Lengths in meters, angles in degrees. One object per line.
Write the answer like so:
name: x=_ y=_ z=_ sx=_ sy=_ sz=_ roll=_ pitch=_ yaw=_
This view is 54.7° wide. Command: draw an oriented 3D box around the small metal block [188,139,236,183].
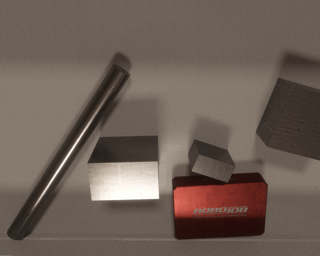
small metal block: x=0.068 y=0.043 z=0.415 sx=0.050 sy=0.050 sz=0.025 roll=19 pitch=109 yaw=-7

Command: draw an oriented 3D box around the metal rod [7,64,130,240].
metal rod: x=-0.132 y=0.043 z=0.425 sx=0.025 sy=0.025 sz=0.299 roll=33 pitch=106 yaw=-12

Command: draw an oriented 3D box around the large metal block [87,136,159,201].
large metal block: x=-0.042 y=0.049 z=0.399 sx=0.081 sy=0.080 sz=0.050 roll=-1 pitch=110 yaw=0

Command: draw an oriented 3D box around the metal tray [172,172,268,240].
metal tray: x=0.085 y=0.114 z=0.452 sx=0.131 sy=0.030 sz=0.089 roll=-3 pitch=110 yaw=0

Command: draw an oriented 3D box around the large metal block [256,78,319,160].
large metal block: x=0.182 y=-0.011 z=0.397 sx=0.081 sy=0.050 sz=0.079 roll=14 pitch=109 yaw=-6
